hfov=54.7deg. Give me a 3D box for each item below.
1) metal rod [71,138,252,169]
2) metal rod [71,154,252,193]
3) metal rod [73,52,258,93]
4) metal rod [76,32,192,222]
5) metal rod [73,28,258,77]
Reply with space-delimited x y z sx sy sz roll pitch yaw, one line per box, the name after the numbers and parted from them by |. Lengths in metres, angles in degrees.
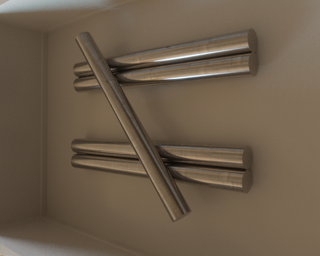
-0.023 0.030 0.423 0.300 0.025 0.025 0 90 40 | metal rod
-0.023 0.056 0.424 0.300 0.025 0.025 0 90 40 | metal rod
-0.018 -0.069 0.419 0.300 0.025 0.025 1 91 40 | metal rod
-0.045 -0.018 0.410 0.025 0.025 0.299 -45 63 31 | metal rod
-0.018 -0.094 0.420 0.300 0.025 0.025 1 91 40 | metal rod
